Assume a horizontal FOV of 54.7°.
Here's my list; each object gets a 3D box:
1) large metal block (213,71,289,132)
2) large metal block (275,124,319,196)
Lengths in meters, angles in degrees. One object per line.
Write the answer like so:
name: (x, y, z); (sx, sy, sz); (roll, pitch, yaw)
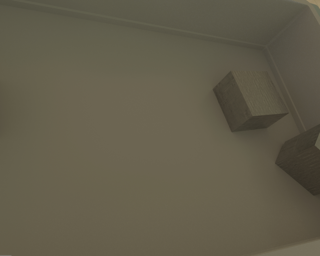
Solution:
large metal block: (0.143, -0.043, 0.493); (0.081, 0.050, 0.080); (-5, 65, -31)
large metal block: (0.238, 0.049, 0.465); (0.080, 0.080, 0.050); (40, 58, -1)
